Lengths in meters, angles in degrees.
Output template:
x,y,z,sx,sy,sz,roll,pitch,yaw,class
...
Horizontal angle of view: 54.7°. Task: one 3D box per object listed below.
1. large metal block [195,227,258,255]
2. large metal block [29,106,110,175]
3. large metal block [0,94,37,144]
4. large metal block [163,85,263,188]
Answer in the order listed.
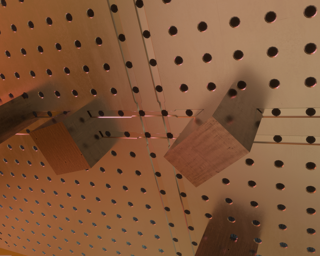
x,y,z,sx,sy,sz,roll,pitch,yaw,class
0.090,0.206,0.455,0.080,0.080,0.050,18,125,17,large metal block
-0.140,0.021,0.479,0.080,0.050,0.080,-15,111,34,large metal block
-0.268,-0.012,0.506,0.080,0.080,0.050,-5,116,30,large metal block
0.061,0.008,0.348,0.050,0.080,0.080,44,129,-3,large metal block
